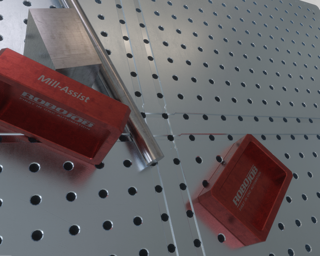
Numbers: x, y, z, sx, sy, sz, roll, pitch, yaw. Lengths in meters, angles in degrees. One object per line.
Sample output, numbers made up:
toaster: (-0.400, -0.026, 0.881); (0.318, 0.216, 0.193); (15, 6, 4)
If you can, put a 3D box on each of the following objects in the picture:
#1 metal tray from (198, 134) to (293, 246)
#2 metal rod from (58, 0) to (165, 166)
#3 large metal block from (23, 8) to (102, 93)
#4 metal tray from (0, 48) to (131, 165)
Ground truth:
metal tray: (0.121, 0.079, 0.422); (0.090, 0.030, 0.131); (43, 51, 1)
metal rod: (-0.077, -0.085, 0.418); (0.025, 0.025, 0.299); (-19, 72, -35)
large metal block: (-0.116, -0.078, 0.358); (0.050, 0.080, 0.080); (-16, 70, -35)
metal tray: (-0.106, -0.015, 0.318); (0.131, 0.090, 0.030); (26, 53, -13)
